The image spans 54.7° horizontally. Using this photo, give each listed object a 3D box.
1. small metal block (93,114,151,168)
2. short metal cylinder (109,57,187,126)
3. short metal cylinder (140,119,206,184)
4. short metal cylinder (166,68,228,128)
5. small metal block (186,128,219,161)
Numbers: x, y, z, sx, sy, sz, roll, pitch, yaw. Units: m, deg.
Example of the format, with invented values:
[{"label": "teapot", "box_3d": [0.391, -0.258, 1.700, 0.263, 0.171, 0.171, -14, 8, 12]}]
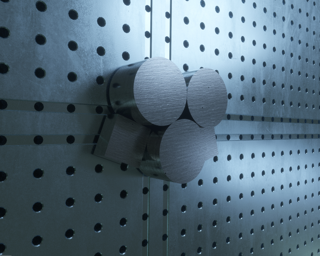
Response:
[{"label": "small metal block", "box_3d": [-0.044, 0.016, 0.368, 0.050, 0.025, 0.050, 26, 74, -37]}, {"label": "short metal cylinder", "box_3d": [-0.014, -0.042, 0.377, 0.081, 0.050, 0.079, 0, 90, -40]}, {"label": "short metal cylinder", "box_3d": [0.014, 0.028, 0.400, 0.081, 0.050, 0.079, 0, 90, -40]}, {"label": "short metal cylinder", "box_3d": [0.048, -0.040, 0.429, 0.081, 0.050, 0.079, 0, 90, -40]}, {"label": "small metal block", "box_3d": [0.056, 0.022, 0.453, 0.050, 0.025, 0.050, -18, 102, -39]}]
